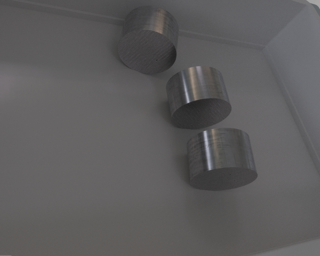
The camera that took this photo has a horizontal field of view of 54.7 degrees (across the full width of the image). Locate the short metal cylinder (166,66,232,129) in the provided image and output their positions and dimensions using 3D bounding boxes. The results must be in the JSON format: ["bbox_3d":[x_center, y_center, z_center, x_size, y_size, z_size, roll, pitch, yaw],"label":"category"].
[{"bbox_3d":[0.051,-0.039,0.422,0.081,0.080,0.050,5,59,-26],"label":"short metal cylinder"}]

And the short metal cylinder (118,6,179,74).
[{"bbox_3d":[-0.015,-0.122,0.437,0.081,0.080,0.050,19,55,-18],"label":"short metal cylinder"}]

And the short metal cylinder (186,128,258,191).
[{"bbox_3d":[0.075,0.041,0.386,0.081,0.080,0.050,11,57,-23],"label":"short metal cylinder"}]
